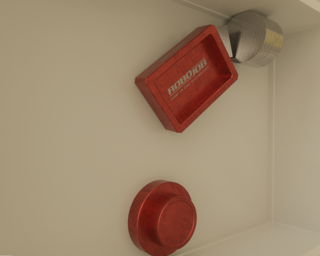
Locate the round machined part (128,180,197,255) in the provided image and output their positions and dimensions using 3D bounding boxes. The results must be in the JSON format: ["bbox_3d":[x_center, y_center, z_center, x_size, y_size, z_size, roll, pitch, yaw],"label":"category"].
[{"bbox_3d":[0.010,0.120,0.407,0.099,0.042,0.097,0,90,-40],"label":"round machined part"}]

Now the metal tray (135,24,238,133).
[{"bbox_3d":[0.041,-0.067,0.422,0.130,0.030,0.090,-43,117,-19],"label":"metal tray"}]

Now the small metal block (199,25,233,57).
[{"bbox_3d":[0.083,-0.129,0.478,0.050,0.025,0.050,-22,104,-38],"label":"small metal block"}]

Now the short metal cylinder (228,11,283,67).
[{"bbox_3d":[0.148,-0.140,0.497,0.050,0.080,0.079,2,89,-40],"label":"short metal cylinder"}]
